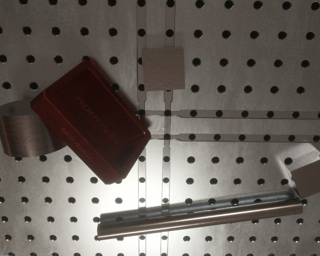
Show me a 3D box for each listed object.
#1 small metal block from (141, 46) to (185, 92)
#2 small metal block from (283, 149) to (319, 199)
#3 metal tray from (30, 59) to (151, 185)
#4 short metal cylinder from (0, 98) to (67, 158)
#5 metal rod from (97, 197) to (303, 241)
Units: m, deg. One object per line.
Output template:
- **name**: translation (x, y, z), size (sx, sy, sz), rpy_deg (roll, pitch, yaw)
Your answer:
- **small metal block**: translation (0.004, -0.074, 0.386), size (0.050, 0.025, 0.050), rpy_deg (-4, 110, 1)
- **small metal block**: translation (0.213, 0.066, 0.441), size (0.050, 0.025, 0.050), rpy_deg (-26, 109, 8)
- **metal tray**: translation (-0.075, -0.008, 0.372), size (0.030, 0.090, 0.130), rpy_deg (-27, 110, 37)
- **short metal cylinder**: translation (-0.154, -0.004, 0.381), size (0.081, 0.080, 0.050), rpy_deg (-3, 110, 0)
- **metal rod**: translation (0.057, 0.136, 0.464), size (0.302, 0.025, 0.025), rpy_deg (-8, 110, 2)
